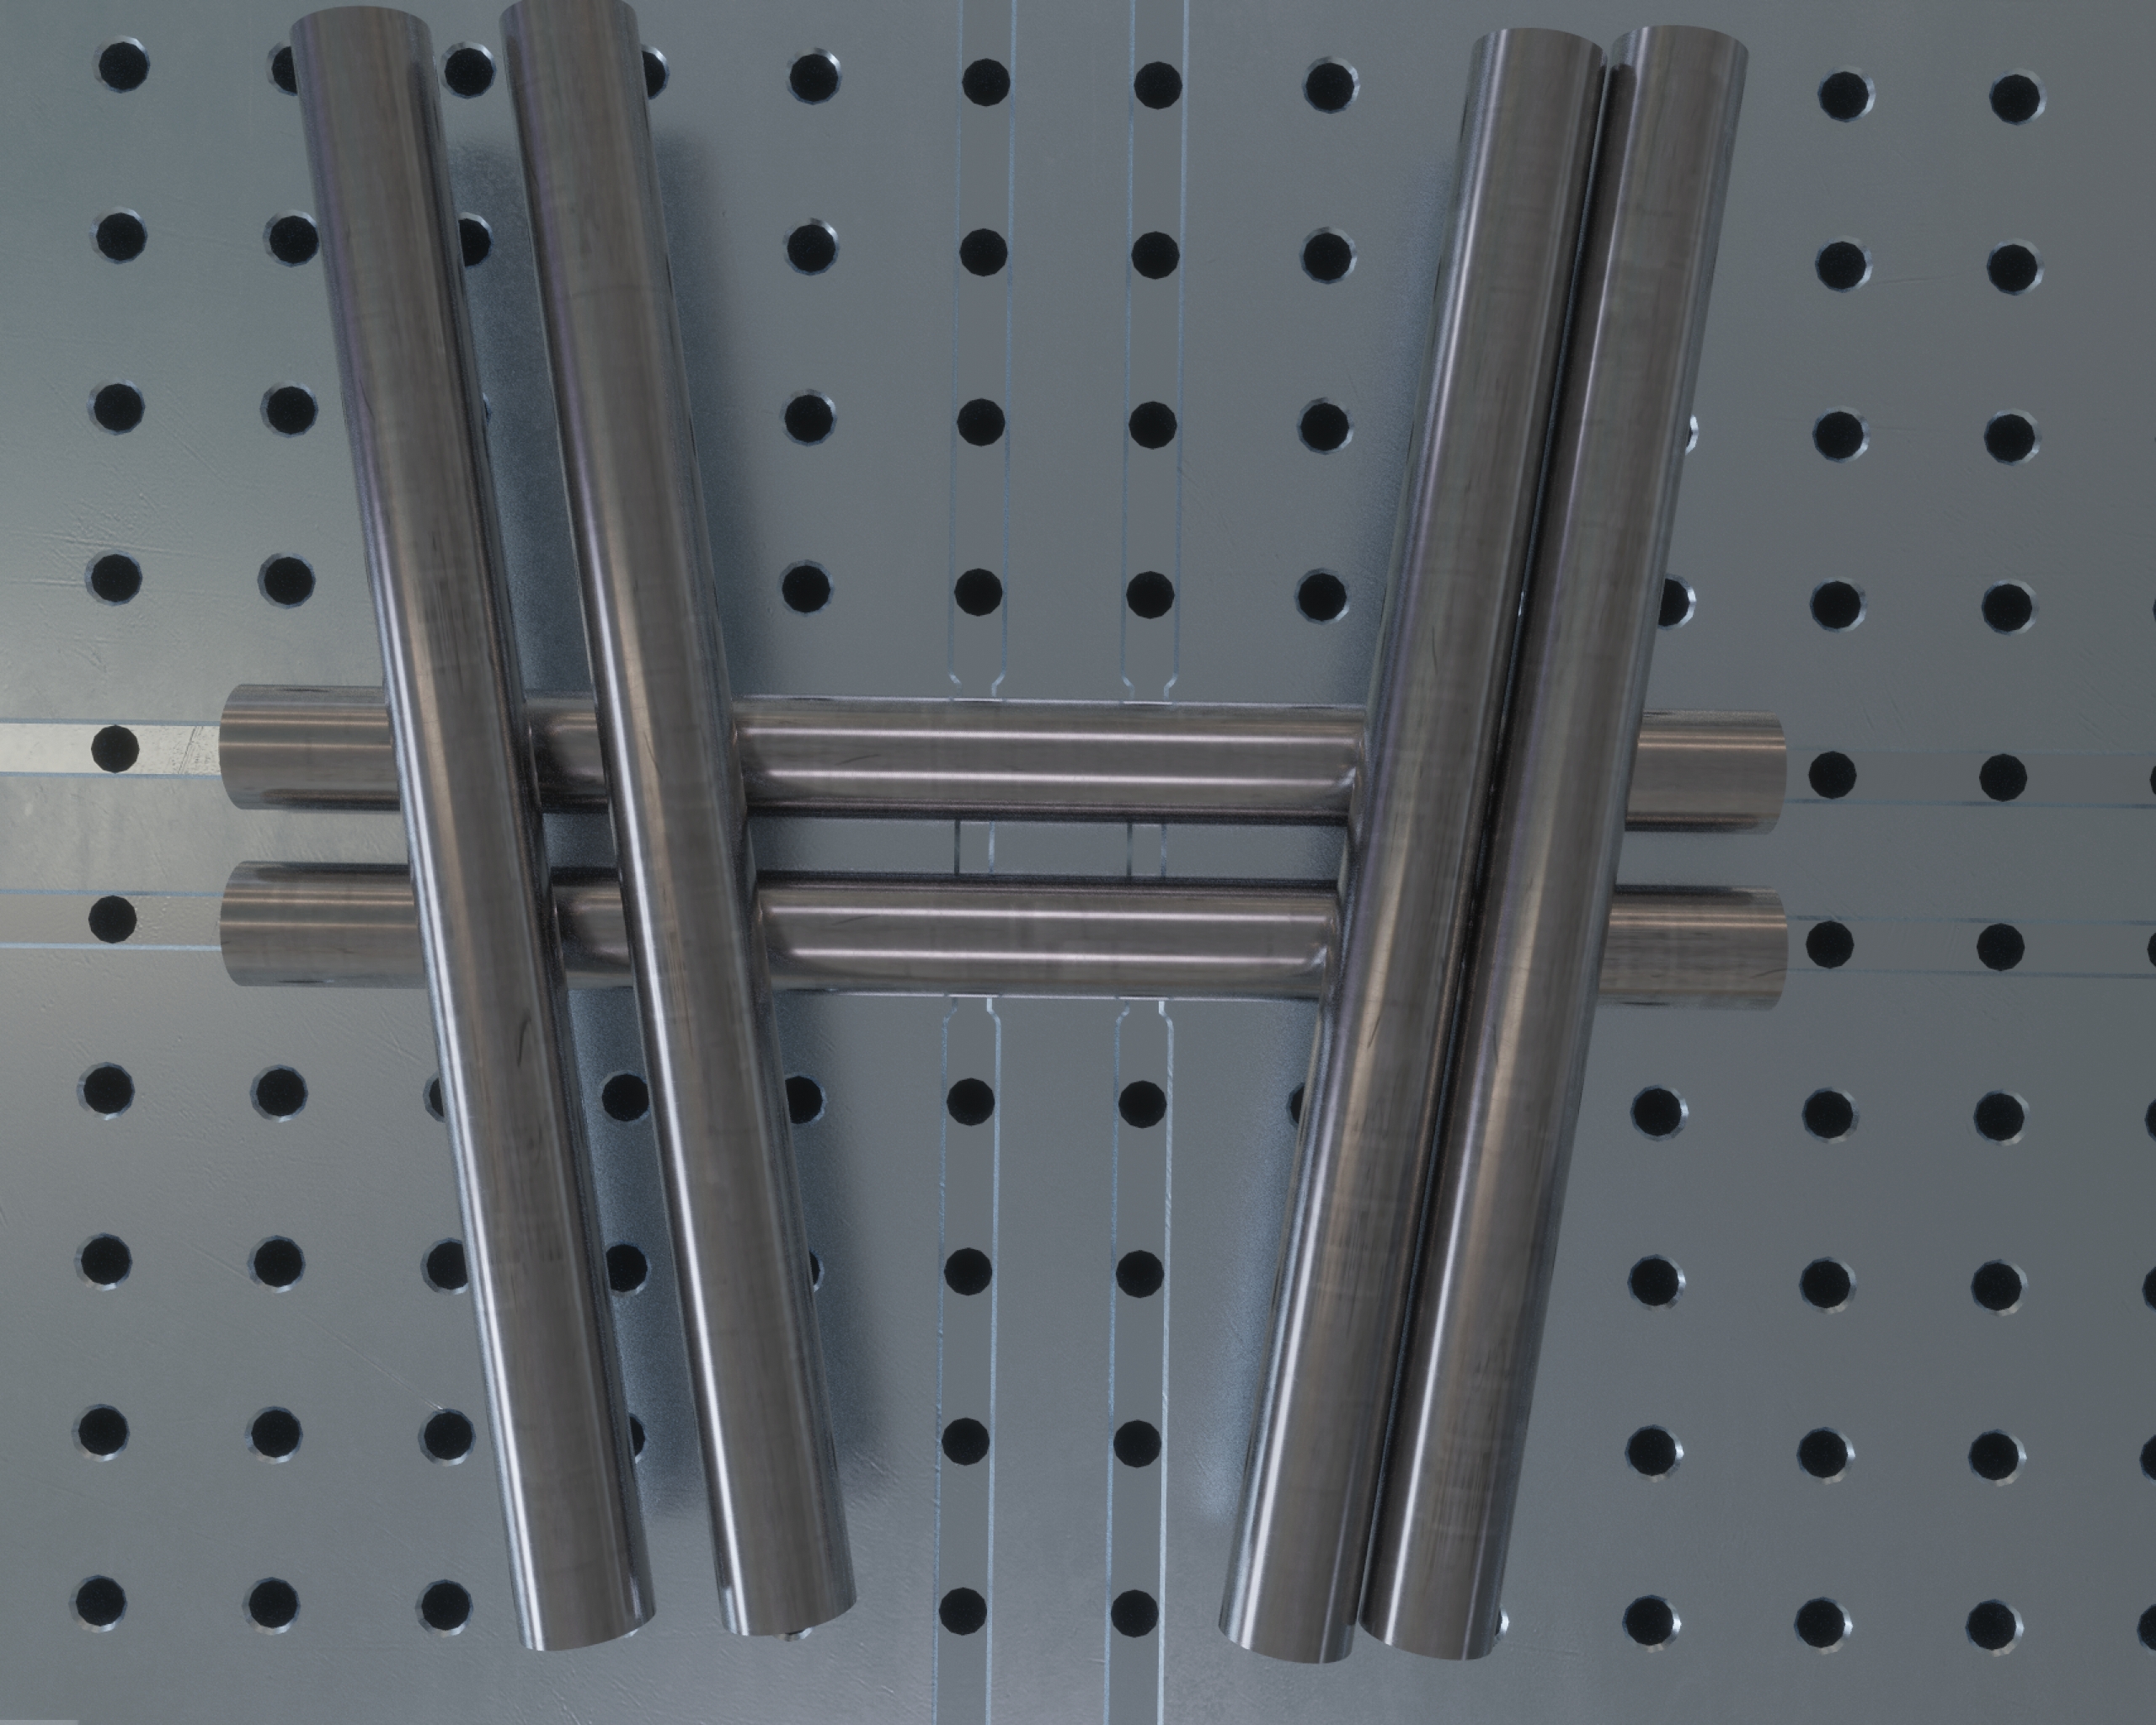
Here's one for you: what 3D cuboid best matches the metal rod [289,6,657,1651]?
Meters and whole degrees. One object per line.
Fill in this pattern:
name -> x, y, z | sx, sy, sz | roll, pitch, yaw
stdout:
metal rod -> -0.112, -0.006, 0.388 | 0.025, 0.025, 0.298 | -8, 90, 0

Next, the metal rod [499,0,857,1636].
metal rod -> -0.074, -0.009, 0.389 | 0.025, 0.025, 0.298 | -8, 90, 0

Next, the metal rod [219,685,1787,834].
metal rod -> -0.014, -0.020, 0.414 | 0.302, 0.025, 0.025 | 1, 90, 0

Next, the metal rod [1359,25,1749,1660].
metal rod -> 0.089, -0.004, 0.390 | 0.025, 0.025, 0.298 | 9, 90, 0

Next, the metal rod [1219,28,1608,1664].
metal rod -> 0.062, -0.003, 0.389 | 0.025, 0.025, 0.298 | 9, 90, 0

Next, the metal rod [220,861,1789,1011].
metal rod -> -0.014, 0.015, 0.414 | 0.302, 0.025, 0.025 | 1, 90, 0
